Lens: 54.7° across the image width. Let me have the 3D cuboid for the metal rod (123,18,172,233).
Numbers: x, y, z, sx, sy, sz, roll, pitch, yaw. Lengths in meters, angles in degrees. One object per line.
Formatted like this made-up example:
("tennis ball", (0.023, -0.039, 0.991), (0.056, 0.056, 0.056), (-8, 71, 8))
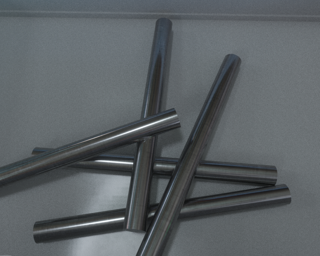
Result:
("metal rod", (-0.011, -0.023, 0.398), (0.025, 0.025, 0.299), (6, 64, 2))

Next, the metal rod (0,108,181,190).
("metal rod", (-0.122, 0.036, 0.367), (0.302, 0.025, 0.025), (-19, 71, -2))

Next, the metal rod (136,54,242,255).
("metal rod", (0.044, 0.023, 0.379), (0.025, 0.025, 0.300), (23, 64, 8))

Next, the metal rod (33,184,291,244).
("metal rod", (0.006, 0.102, 0.371), (0.302, 0.025, 0.025), (-8, 70, -4))

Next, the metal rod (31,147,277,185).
("metal rod", (-0.008, 0.048, 0.390), (0.302, 0.025, 0.025), (4, 70, 1))
